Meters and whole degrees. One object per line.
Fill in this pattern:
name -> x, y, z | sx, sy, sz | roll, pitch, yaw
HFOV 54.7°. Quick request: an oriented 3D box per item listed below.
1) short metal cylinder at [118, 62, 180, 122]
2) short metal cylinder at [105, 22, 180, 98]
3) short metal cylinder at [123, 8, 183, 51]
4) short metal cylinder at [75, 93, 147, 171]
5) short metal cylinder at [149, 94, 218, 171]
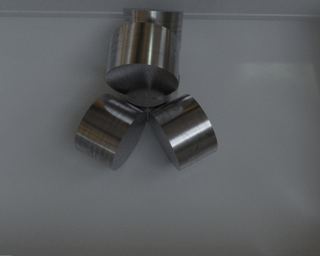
short metal cylinder -> -0.015, -0.055, 0.413 | 0.081, 0.050, 0.080 | 0, 70, 0
short metal cylinder -> -0.018, -0.074, 0.352 | 0.080, 0.080, 0.050 | 3, 70, 1
short metal cylinder -> -0.010, -0.134, 0.421 | 0.080, 0.080, 0.050 | 4, 113, 1
short metal cylinder -> -0.058, 0.005, 0.376 | 0.050, 0.080, 0.080 | 28, 72, 10
short metal cylinder -> 0.027, 0.005, 0.377 | 0.050, 0.080, 0.080 | -27, 73, -9
